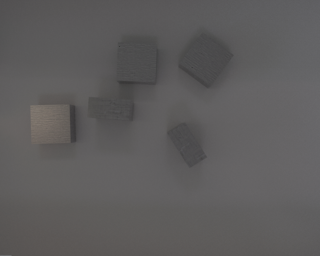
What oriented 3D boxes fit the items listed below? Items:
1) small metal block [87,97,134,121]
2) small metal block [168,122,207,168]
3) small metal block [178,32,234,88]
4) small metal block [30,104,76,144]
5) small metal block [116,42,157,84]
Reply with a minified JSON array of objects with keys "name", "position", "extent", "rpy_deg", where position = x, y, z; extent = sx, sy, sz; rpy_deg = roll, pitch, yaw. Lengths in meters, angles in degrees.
[{"name":"small metal block","position":[-0.062,-0.024,0.398],"extent":[0.050,0.050,0.025],"rpy_deg":[4,90,0]},{"name":"small metal block","position":[0.033,0.021,0.399],"extent":[0.025,0.050,0.050],"rpy_deg":[-32,90,0]},{"name":"small metal block","position":[0.060,-0.089,0.412],"extent":[0.050,0.025,0.050],"rpy_deg":[36,90,0]},{"name":"small metal block","position":[-0.141,-0.005,0.410],"extent":[0.050,0.025,0.050],"rpy_deg":[-2,90,0]},{"name":"small metal block","position":[-0.030,-0.085,0.411],"extent":[0.050,0.025,0.050],"rpy_deg":[2,90,0]}]
